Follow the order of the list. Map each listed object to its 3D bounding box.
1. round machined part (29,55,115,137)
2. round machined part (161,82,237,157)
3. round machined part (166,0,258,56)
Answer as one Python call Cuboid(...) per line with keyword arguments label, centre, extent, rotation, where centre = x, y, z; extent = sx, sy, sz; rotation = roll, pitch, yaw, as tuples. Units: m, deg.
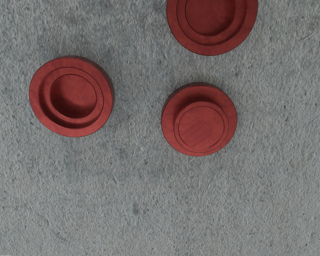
Cuboid(label="round machined part", centre=(-0.105, -0.041, 0.384), extent=(0.099, 0.042, 0.097), rotation=(0, 110, 0))
Cuboid(label="round machined part", centre=(0.051, -0.007, 0.399), extent=(0.099, 0.042, 0.097), rotation=(0, 110, 0))
Cuboid(label="round machined part", centre=(0.056, -0.134, 0.352), extent=(0.099, 0.042, 0.097), rotation=(0, 110, 0))
